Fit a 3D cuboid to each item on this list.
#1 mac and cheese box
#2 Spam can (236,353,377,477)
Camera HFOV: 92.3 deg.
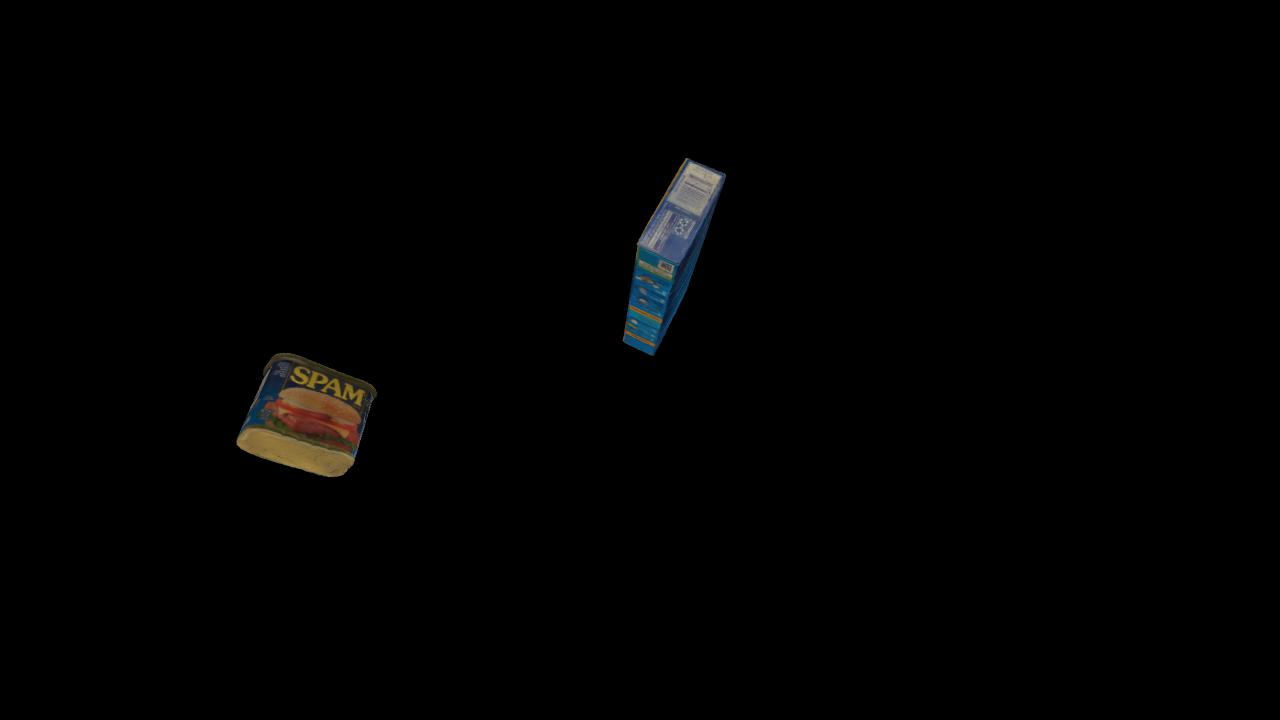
[{"bbox_3d":[0.024,-0.080,0.539,0.041,0.093,0.184,24,-21,4],"label":"mac and cheese box"},{"bbox_3d":[-0.316,0.055,0.588,0.101,0.085,0.058,28,-48,-32],"label":"Spam can"}]
